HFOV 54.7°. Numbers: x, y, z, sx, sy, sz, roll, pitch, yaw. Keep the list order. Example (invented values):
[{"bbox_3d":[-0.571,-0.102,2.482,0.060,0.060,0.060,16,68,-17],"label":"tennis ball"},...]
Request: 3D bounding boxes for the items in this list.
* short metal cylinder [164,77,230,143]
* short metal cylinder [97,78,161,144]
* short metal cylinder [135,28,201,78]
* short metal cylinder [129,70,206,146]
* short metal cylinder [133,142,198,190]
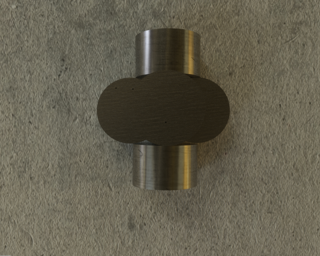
[{"bbox_3d":[0.044,-0.022,0.399,0.081,0.050,0.079,0,90,-1],"label":"short metal cylinder"},{"bbox_3d":[-0.036,-0.021,0.398,0.081,0.050,0.079,0,90,-1],"label":"short metal cylinder"},{"bbox_3d":[0.010,-0.086,0.384,0.081,0.080,0.050,0,90,-1],"label":"short metal cylinder"},{"bbox_3d":[0.008,-0.021,0.348,0.081,0.050,0.079,0,90,-1],"label":"short metal cylinder"},{"bbox_3d":[0.006,0.044,0.384,0.081,0.080,0.050,0,90,-1],"label":"short metal cylinder"}]
